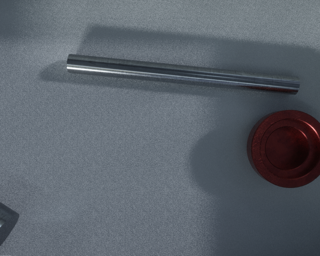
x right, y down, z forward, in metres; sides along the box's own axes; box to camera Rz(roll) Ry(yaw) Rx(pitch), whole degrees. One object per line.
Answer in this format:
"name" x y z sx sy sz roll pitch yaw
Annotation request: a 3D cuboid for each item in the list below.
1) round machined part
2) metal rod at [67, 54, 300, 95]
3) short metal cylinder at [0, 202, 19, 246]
"round machined part" 0.162 0.026 0.405 0.099 0.042 0.097 0 90 -1
"metal rod" 0.031 -0.071 0.411 0.302 0.025 0.025 6 90 -1
"short metal cylinder" -0.223 0.127 0.381 0.050 0.080 0.080 33 90 0
